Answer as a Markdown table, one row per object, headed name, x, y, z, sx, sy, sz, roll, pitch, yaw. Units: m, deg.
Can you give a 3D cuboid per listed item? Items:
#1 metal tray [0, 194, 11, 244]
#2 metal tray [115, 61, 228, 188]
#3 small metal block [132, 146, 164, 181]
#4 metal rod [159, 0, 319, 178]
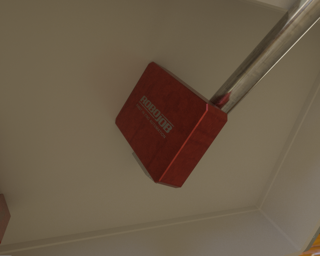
| name | x | y | z | sx | sy | sz | roll | pitch | yaw |
| --- | --- | --- | --- | --- | --- | --- | --- | --- | --- |
| metal tray | -0.198 | 0.100 | 0.294 | 0.091 | 0.130 | 0.030 | -18 | 92 | -23 |
| metal tray | 0.004 | -0.009 | 0.338 | 0.030 | 0.130 | 0.090 | 23 | 106 | -37 |
| small metal block | -0.003 | 0.038 | 0.416 | 0.050 | 0.050 | 0.025 | -42 | 130 | 0 |
| metal rod | 0.081 | -0.046 | 0.303 | 0.025 | 0.025 | 0.298 | 15 | 129 | -35 |
